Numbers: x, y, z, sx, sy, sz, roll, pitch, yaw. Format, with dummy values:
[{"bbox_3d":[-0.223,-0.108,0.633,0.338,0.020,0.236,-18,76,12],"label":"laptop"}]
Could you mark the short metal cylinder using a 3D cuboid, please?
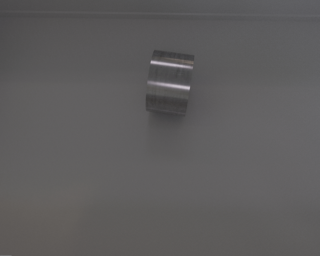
[{"bbox_3d":[0.013,-0.057,0.402,0.050,0.080,0.080,8,70,3],"label":"short metal cylinder"}]
